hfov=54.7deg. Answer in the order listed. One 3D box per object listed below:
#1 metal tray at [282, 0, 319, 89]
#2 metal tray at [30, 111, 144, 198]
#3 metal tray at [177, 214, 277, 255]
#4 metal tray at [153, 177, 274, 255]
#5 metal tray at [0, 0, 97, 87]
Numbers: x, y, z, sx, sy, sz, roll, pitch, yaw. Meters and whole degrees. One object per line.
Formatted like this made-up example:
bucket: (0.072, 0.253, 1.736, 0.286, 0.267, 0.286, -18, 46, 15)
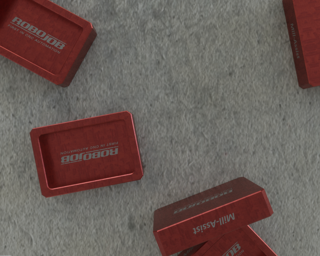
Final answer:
metal tray: (0.223, -0.124, 0.410, 0.091, 0.030, 0.129, -11, 90, -1)
metal tray: (-0.093, 0.033, 0.406, 0.131, 0.030, 0.089, -11, 90, -1)
metal tray: (0.079, 0.182, 0.405, 0.130, 0.030, 0.090, -43, 94, 0)
metal tray: (0.058, 0.103, 0.378, 0.131, 0.090, 0.030, -21, 90, -1)
metal tray: (-0.162, -0.122, 0.405, 0.130, 0.030, 0.090, 28, 90, -1)
